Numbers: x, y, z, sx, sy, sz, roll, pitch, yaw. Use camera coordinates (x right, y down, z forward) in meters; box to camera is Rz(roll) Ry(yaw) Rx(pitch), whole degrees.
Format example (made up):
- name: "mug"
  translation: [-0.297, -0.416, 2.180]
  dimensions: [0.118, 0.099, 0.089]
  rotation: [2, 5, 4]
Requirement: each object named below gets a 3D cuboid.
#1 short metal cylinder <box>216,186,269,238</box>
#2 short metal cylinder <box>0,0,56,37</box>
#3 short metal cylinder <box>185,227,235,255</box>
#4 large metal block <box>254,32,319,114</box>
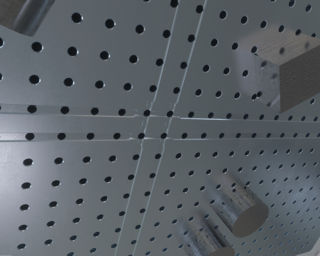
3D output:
- name: "short metal cylinder"
  translation: [0.153, 0.155, 0.575]
  dimensions: [0.081, 0.050, 0.079]
  rotation: [-14, 124, -21]
- name: "short metal cylinder"
  translation: [-0.122, -0.115, 0.238]
  dimensions: [0.080, 0.080, 0.050]
  rotation: [27, 103, -38]
- name: "short metal cylinder"
  translation: [0.096, 0.239, 0.596]
  dimensions: [0.081, 0.050, 0.079]
  rotation: [-14, 124, -21]
- name: "large metal block"
  translation: [0.188, -0.080, 0.449]
  dimensions: [0.080, 0.050, 0.080]
  rotation: [-27, 128, -11]
